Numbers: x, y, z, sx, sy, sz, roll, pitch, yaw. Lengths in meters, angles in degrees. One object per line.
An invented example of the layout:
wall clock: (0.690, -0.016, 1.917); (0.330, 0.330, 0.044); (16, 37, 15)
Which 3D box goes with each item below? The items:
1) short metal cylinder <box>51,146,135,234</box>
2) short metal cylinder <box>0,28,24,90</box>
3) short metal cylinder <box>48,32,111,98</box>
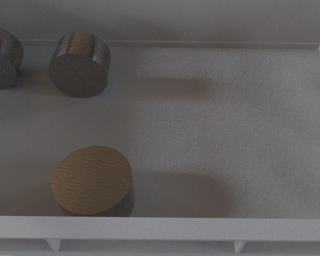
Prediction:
short metal cylinder: (-0.069, 0.066, 0.333); (0.081, 0.050, 0.080); (0, 50, 0)
short metal cylinder: (-0.247, -0.101, 0.451); (0.081, 0.080, 0.050); (-3, 50, -3)
short metal cylinder: (-0.113, -0.089, 0.443); (0.081, 0.080, 0.050); (1, 50, 0)
